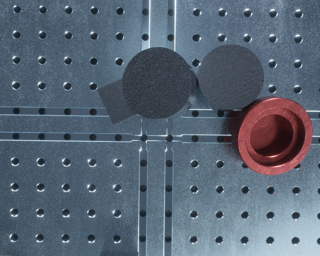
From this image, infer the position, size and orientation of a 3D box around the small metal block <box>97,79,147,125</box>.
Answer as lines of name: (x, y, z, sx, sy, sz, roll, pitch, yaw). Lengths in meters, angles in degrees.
small metal block: (-0.048, -0.037, 0.413, 0.050, 0.025, 0.050, -25, 90, 0)

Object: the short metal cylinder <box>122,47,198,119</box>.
short metal cylinder: (0.002, -0.050, 0.367, 0.080, 0.050, 0.079, 0, 91, 14)

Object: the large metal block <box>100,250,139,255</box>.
large metal block: (-0.056, 0.209, 0.385, 0.050, 0.080, 0.080, 3, 90, 0)

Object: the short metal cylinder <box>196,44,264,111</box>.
short metal cylinder: (0.087, -0.062, 0.401, 0.081, 0.050, 0.080, 0, 90, 0)

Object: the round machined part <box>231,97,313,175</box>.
round machined part: (0.138, 0.007, 0.398, 0.099, 0.042, 0.097, -2, 102, -8)
